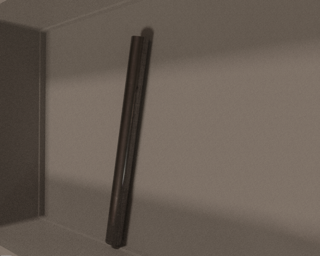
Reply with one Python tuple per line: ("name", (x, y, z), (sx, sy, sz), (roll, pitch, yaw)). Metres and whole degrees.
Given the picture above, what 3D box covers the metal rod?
("metal rod", (-0.048, 0.022, 0.443), (0.025, 0.025, 0.298), (13, 98, 39))
